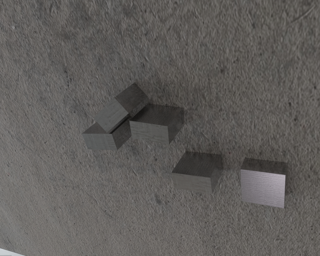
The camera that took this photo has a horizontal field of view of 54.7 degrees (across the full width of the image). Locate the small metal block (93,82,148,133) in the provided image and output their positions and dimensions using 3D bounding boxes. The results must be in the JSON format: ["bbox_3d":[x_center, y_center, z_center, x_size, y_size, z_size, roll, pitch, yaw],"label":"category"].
[{"bbox_3d":[-0.051,-0.027,0.401,0.025,0.050,0.050,48,129,-6],"label":"small metal block"}]

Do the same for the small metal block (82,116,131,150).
[{"bbox_3d":[-0.070,0.007,0.432,0.050,0.050,0.025,0,118,28],"label":"small metal block"}]

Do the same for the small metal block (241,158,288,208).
[{"bbox_3d":[0.128,0.067,0.381,0.050,0.025,0.050,5,121,25],"label":"small metal block"}]

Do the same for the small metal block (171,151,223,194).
[{"bbox_3d":[0.049,0.056,0.399,0.050,0.050,0.025,4,120,26],"label":"small metal block"}]

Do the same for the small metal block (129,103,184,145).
[{"bbox_3d":[-0.003,-0.007,0.388,0.050,0.050,0.025,9,122,23],"label":"small metal block"}]
